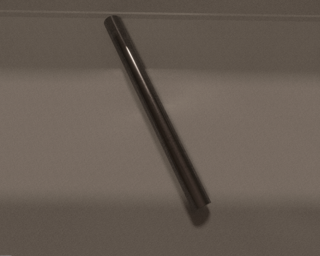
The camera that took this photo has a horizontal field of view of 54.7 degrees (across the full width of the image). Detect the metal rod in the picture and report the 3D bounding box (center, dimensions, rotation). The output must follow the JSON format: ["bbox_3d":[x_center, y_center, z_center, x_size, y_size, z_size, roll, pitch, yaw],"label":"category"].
[{"bbox_3d":[-0.011,-0.033,0.421,0.025,0.025,0.299,-23,72,-8],"label":"metal rod"}]
